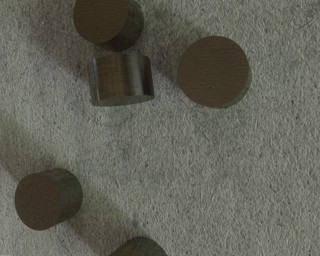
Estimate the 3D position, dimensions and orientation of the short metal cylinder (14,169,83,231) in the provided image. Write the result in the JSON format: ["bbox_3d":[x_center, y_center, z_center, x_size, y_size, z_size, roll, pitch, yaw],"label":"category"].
[{"bbox_3d":[-0.162,0.102,0.453,0.080,0.050,0.080,0,90,20],"label":"short metal cylinder"}]

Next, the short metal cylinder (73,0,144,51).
[{"bbox_3d":[-0.068,-0.149,0.420,0.080,0.050,0.080,0,90,20],"label":"short metal cylinder"}]

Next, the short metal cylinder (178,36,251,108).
[{"bbox_3d":[0.067,-0.064,0.372,0.080,0.050,0.080,0,90,20],"label":"short metal cylinder"}]

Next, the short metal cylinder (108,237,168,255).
[{"bbox_3d":[-0.032,0.192,0.407,0.080,0.050,0.080,0,90,20],"label":"short metal cylinder"}]

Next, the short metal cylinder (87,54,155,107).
[{"bbox_3d":[-0.049,-0.059,0.397,0.080,0.080,0.050,-8,87,20],"label":"short metal cylinder"}]
